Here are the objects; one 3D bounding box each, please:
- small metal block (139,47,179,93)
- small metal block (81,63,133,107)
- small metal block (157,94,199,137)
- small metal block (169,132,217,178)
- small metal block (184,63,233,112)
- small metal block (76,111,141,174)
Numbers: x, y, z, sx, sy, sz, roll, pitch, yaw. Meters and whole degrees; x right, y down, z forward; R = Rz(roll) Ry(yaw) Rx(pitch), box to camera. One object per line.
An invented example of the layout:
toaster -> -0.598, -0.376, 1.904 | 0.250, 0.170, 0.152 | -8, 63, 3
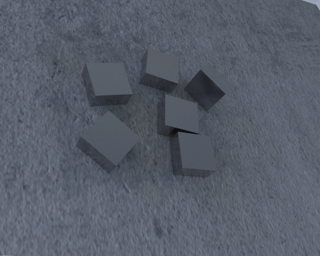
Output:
small metal block -> -0.001, -0.085, 0.457 | 0.050, 0.025, 0.050 | 16, 55, -20
small metal block -> -0.069, -0.057, 0.403 | 0.050, 0.025, 0.050 | -7, 65, -31
small metal block -> 0.024, -0.014, 0.427 | 0.050, 0.025, 0.050 | 14, 56, -21
small metal block -> 0.043, 0.036, 0.407 | 0.050, 0.025, 0.050 | 9, 58, -24
small metal block -> 0.072, -0.061, 0.466 | 0.050, 0.050, 0.025 | 46, 51, 3
small metal block -> -0.060, 0.016, 0.363 | 0.050, 0.025, 0.050 | 41, 51, -1
